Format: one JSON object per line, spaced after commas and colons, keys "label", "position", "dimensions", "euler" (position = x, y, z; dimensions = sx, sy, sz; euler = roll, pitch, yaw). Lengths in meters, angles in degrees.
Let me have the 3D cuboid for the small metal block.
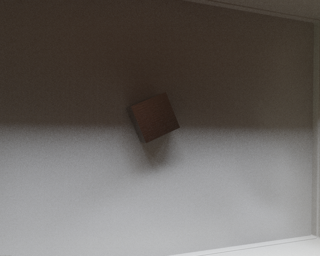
{"label": "small metal block", "position": [-0.009, -0.014, 0.404], "dimensions": [0.050, 0.025, 0.050], "euler": [-25, 99, -19]}
